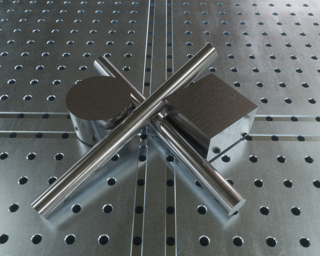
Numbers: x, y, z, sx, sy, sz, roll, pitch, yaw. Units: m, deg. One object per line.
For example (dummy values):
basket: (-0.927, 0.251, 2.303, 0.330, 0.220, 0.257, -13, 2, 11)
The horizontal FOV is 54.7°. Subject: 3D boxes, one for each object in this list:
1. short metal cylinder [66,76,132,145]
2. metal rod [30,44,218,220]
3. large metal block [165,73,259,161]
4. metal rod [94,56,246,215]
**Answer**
short metal cylinder: (-0.077, -0.023, 0.405, 0.081, 0.050, 0.080, 0, 50, 0)
metal rod: (-0.029, -0.009, 0.383, 0.025, 0.025, 0.301, 35, 66, 25)
large metal block: (0.063, -0.015, 0.399, 0.081, 0.050, 0.080, -31, 57, -24)
metal rod: (-0.005, -0.008, 0.409, 0.025, 0.025, 0.300, -29, 56, -22)
